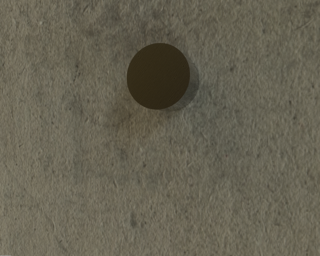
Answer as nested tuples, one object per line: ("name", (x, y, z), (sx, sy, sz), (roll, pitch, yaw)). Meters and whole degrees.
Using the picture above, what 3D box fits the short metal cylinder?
("short metal cylinder", (0.005, -0.062, 0.393), (0.080, 0.050, 0.079), (0, 90, 19))
